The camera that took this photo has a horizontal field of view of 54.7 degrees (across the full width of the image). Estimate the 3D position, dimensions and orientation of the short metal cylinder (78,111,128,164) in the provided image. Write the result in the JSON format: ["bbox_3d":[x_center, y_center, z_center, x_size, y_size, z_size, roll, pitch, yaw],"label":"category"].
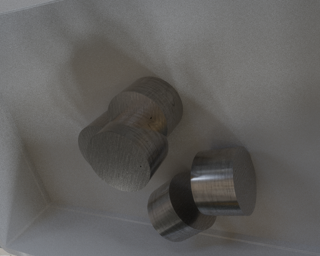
[{"bbox_3d":[-0.067,0.020,0.438,0.080,0.050,0.079,13,124,20],"label":"short metal cylinder"}]

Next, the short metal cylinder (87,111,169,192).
[{"bbox_3d":[-0.037,0.027,0.362,0.080,0.050,0.079,13,124,20],"label":"short metal cylinder"}]

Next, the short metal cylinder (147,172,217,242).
[{"bbox_3d":[0.030,0.108,0.423,0.080,0.080,0.050,44,129,-3],"label":"short metal cylinder"}]

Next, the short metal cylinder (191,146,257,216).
[{"bbox_3d":[0.078,0.064,0.371,0.050,0.080,0.080,-10,114,32],"label":"short metal cylinder"}]

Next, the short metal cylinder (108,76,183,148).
[{"bbox_3d":[-0.018,-0.018,0.389,0.080,0.050,0.079,13,124,20],"label":"short metal cylinder"}]
